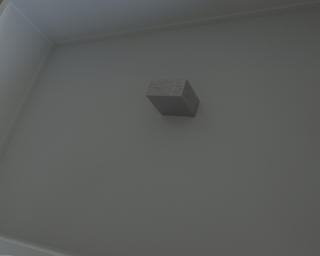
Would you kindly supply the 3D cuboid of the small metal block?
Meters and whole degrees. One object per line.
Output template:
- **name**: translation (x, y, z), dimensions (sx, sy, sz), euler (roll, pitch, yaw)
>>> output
- **small metal block**: translation (0.018, -0.039, 0.403), dimensions (0.050, 0.050, 0.025), euler (5, 64, 30)
